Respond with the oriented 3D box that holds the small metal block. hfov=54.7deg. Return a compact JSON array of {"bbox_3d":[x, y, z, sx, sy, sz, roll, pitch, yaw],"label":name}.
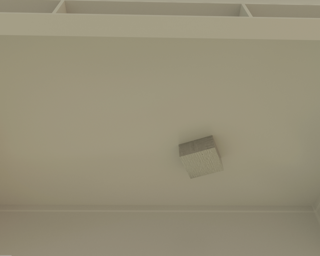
[{"bbox_3d":[0.059,0.043,0.446,0.050,0.025,0.050,-17,129,13],"label":"small metal block"}]
